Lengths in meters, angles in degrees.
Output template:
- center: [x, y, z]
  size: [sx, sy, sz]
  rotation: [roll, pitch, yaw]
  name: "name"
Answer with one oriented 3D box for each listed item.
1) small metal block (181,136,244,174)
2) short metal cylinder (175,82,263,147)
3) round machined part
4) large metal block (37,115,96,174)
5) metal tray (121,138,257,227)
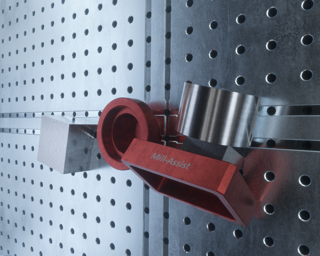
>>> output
- center: [0.057, 0.030, 0.341]
  size: [0.050, 0.050, 0.025]
  rotation: [19, 81, 38]
  name: "small metal block"
- center: [0.060, -0.015, 0.323]
  size: [0.080, 0.081, 0.050]
  rotation: [18, 102, 38]
  name: "short metal cylinder"
- center: [-0.039, 0.008, 0.429]
  size: [0.098, 0.042, 0.097]
  rotation: [0, 90, 39]
  name: "round machined part"
- center: [-0.159, 0.025, 0.521]
  size: [0.080, 0.050, 0.079]
  rotation: [15, 100, 38]
  name: "large metal block"
- center: [0.030, 0.058, 0.340]
  size: [0.130, 0.090, 0.030]
  rotation: [12, 63, 39]
  name: "metal tray"
